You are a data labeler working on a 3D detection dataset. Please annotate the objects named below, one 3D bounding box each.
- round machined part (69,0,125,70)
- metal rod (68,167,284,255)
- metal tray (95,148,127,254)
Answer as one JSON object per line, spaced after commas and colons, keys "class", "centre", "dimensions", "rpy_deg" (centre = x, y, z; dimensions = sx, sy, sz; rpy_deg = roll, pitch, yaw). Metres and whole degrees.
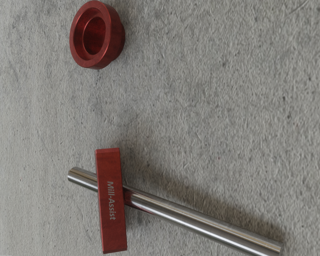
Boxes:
{"class": "round machined part", "centre": [-0.091, -0.137, 0.469], "dimensions": [0.098, 0.042, 0.097], "rpy_deg": [0, 90, 40]}
{"class": "metal rod", "centre": [-0.005, 0.098, 0.386], "dimensions": [0.300, 0.025, 0.025], "rpy_deg": [13, 98, 32]}
{"class": "metal tray", "centre": [-0.070, 0.094, 0.428], "dimensions": [0.090, 0.030, 0.129], "rpy_deg": [159, 107, -76]}
